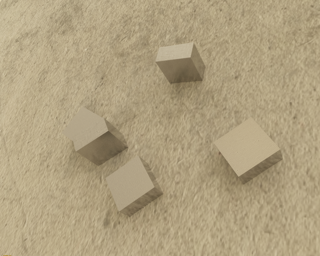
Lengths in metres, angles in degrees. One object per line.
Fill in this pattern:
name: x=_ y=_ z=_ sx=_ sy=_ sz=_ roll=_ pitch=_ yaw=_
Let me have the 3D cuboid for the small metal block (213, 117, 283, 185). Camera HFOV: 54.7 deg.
small metal block: x=0.096 y=0.025 z=0.338 sx=0.050 sy=0.025 sz=0.050 roll=-35 pitch=52 yaw=5

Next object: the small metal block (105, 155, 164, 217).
small metal block: x=-0.032 y=0.070 z=0.376 sx=0.050 sy=0.025 sz=0.050 roll=-35 pitch=51 yaw=4

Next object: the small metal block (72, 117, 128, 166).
small metal block: x=-0.079 y=0.020 z=0.416 sx=0.050 sy=0.050 sz=0.025 roll=-32 pitch=52 yaw=7

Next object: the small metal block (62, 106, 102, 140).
small metal block: x=-0.108 y=0.002 z=0.457 sx=0.050 sy=0.025 sz=0.050 roll=27 pitch=76 yaw=37

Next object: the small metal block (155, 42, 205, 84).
small metal block: x=0.029 y=-0.088 z=0.425 sx=0.050 sy=0.050 sz=0.025 roll=-1 pitch=62 yaw=27
